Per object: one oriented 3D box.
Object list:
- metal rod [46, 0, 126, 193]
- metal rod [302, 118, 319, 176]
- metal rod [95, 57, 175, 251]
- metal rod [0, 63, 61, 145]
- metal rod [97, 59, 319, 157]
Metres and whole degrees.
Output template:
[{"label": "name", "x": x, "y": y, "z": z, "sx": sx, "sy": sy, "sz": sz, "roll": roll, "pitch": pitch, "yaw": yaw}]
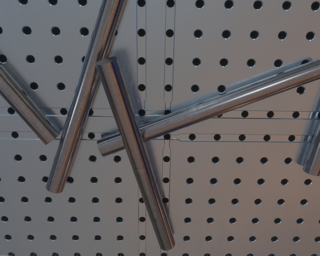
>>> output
[{"label": "metal rod", "x": -0.096, "y": -0.045, "z": 0.395, "sx": 0.025, "sy": 0.025, "sz": 0.298, "roll": 20, "pitch": 109, "yaw": -8}, {"label": "metal rod", "x": 0.237, "y": -0.076, "z": 0.388, "sx": 0.025, "sy": 0.025, "sz": 0.298, "roll": 8, "pitch": 110, "yaw": -3}, {"label": "metal rod", "x": -0.024, "y": 0.053, "z": 0.410, "sx": 0.025, "sy": 0.025, "sz": 0.298, "roll": -13, "pitch": 118, "yaw": 4}, {"label": "metal rod", "x": -0.229, "y": -0.101, "z": 0.373, "sx": 0.025, "sy": 0.025, "sz": 0.299, "roll": -33, "pitch": 107, "yaw": 11}, {"label": "metal rod", "x": 0.061, "y": -0.024, "z": 0.405, "sx": 0.301, "sy": 0.025, "sz": 0.025, "roll": -20, "pitch": 109, "yaw": 6}]
